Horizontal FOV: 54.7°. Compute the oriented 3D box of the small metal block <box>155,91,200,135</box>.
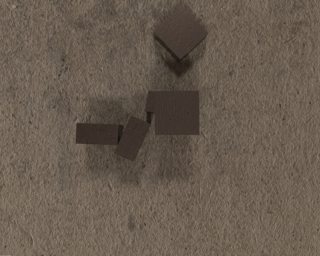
[{"bbox_3d":[0.019,-0.017,0.360,0.050,0.025,0.050,0,91,-1],"label":"small metal block"}]

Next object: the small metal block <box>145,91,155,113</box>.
[{"bbox_3d":[0.009,-0.029,0.398,0.050,0.050,0.025,10,90,-1],"label":"small metal block"}]

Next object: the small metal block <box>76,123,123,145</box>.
[{"bbox_3d":[-0.076,0.007,0.397,0.050,0.050,0.025,2,90,0],"label":"small metal block"}]

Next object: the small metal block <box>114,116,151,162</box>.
[{"bbox_3d":[-0.034,0.013,0.397,0.025,0.050,0.050,24,90,-1],"label":"small metal block"}]

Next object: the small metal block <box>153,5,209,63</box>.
[{"bbox_3d":[0.027,-0.123,0.410,0.050,0.025,0.050,-44,91,0],"label":"small metal block"}]
